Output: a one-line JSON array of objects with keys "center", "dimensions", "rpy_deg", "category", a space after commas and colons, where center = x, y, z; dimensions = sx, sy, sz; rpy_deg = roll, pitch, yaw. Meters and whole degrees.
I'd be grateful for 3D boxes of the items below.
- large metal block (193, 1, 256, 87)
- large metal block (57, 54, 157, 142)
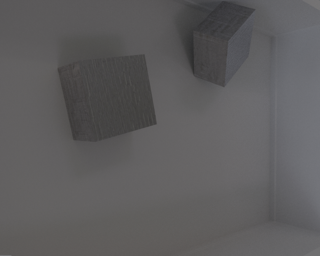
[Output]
[{"center": [0.091, -0.120, 0.443], "dimensions": [0.080, 0.050, 0.080], "rpy_deg": [-50, 152, -28], "category": "large metal block"}, {"center": [-0.056, -0.034, 0.343], "dimensions": [0.081, 0.050, 0.079], "rpy_deg": [-17, 101, -39], "category": "large metal block"}]
